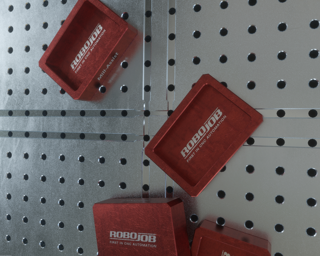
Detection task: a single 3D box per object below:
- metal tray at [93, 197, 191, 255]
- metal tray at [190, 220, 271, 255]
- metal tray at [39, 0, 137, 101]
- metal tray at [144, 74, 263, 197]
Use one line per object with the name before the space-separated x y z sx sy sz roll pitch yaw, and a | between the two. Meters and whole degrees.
metal tray | -0.027 0.139 0.403 0.130 0.030 0.090 -10 86 34
metal tray | 0.076 0.192 0.383 0.090 0.030 0.129 14 95 19
metal tray | -0.106 -0.115 0.447 0.090 0.030 0.130 42 103 15
metal tray | 0.053 0.009 0.391 0.090 0.030 0.130 41 103 15
